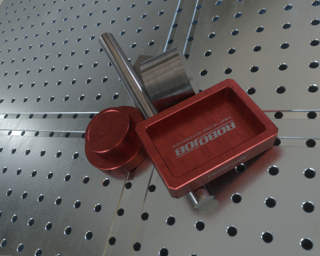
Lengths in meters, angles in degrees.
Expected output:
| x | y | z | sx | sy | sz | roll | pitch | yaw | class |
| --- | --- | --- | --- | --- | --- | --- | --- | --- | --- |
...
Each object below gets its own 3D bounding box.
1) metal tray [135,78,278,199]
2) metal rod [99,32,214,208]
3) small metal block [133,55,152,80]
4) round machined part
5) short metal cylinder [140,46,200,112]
| x | y | z | sx | sy | sz | roll | pitch | yaw | class |
| --- | --- | --- | --- | --- | --- | --- | --- | --- | --- |
| 0.050 | 0.008 | 0.346 | 0.131 | 0.030 | 0.090 | -27 | 59 | -9 | metal tray |
| -0.019 | -0.030 | 0.413 | 0.025 | 0.025 | 0.299 | -34 | 59 | 5 | metal rod |
| -0.016 | -0.081 | 0.465 | 0.050 | 0.025 | 0.050 | 14 | 69 | 33 | small metal block |
| -0.062 | 0.010 | 0.421 | 0.098 | 0.042 | 0.098 | -13 | 56 | 20 | round machined part |
| 0.016 | -0.058 | 0.399 | 0.050 | 0.080 | 0.080 | -23 | 54 | 14 | short metal cylinder |
